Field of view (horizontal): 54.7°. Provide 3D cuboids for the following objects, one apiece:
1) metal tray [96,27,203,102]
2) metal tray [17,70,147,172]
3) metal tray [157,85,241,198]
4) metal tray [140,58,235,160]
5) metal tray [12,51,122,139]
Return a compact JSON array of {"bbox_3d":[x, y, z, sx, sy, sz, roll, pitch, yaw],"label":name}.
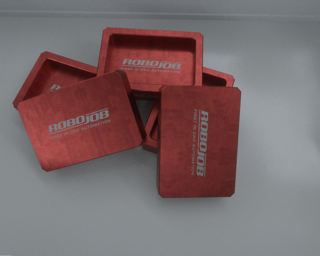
[{"bbox_3d":[-0.011,-0.082,0.403,0.131,0.030,0.090,3,70,1],"label":"metal tray"},{"bbox_3d":[-0.092,-0.008,0.371,0.130,0.030,0.089,-16,100,10],"label":"metal tray"},{"bbox_3d":[0.044,0.015,0.366,0.091,0.030,0.129,1,98,-6],"label":"metal tray"},{"bbox_3d":[0.038,-0.021,0.413,0.090,0.030,0.130,18,71,6],"label":"metal tray"},{"bbox_3d":[-0.115,-0.043,0.418,0.131,0.030,0.090,19,71,6],"label":"metal tray"}]
